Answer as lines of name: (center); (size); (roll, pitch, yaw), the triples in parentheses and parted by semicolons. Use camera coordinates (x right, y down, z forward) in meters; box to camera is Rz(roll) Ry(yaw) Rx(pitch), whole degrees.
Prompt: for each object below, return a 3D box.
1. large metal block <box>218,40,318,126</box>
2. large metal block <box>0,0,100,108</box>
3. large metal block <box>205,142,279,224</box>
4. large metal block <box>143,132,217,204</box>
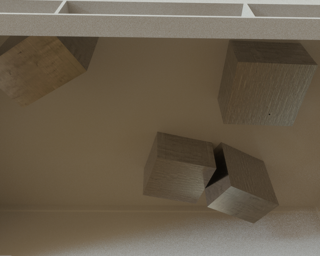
large metal block: (0.115, -0.050, 0.351); (0.081, 0.050, 0.079); (2, 130, -2)
large metal block: (-0.113, -0.077, 0.306); (0.080, 0.080, 0.050); (-25, 126, 19)
large metal block: (0.110, 0.077, 0.440); (0.080, 0.080, 0.050); (24, 126, -19)
large metal block: (0.025, 0.058, 0.442); (0.081, 0.050, 0.079); (12, 129, -10)
